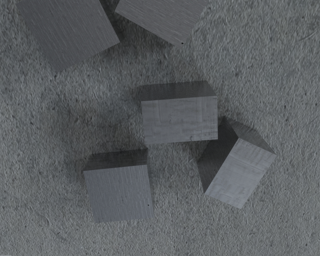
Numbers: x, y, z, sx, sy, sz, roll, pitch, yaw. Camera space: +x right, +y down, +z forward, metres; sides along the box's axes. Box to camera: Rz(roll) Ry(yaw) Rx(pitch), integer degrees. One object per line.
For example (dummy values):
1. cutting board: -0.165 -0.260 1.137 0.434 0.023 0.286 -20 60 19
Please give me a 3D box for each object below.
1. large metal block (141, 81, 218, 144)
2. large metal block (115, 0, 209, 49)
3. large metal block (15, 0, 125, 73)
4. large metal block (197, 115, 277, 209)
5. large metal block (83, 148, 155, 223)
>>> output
1. large metal block: 0.022 -0.022 0.372 0.080 0.080 0.050 -4 110 1
2. large metal block: 0.007 -0.145 0.343 0.080 0.050 0.080 27 108 -10
3. large metal block: -0.097 -0.119 0.351 0.080 0.050 0.080 -24 109 8
4. large metal block: 0.093 0.041 0.396 0.050 0.080 0.080 24 108 -9
5. large metal block: -0.052 0.078 0.425 0.080 0.050 0.079 -6 110 2
